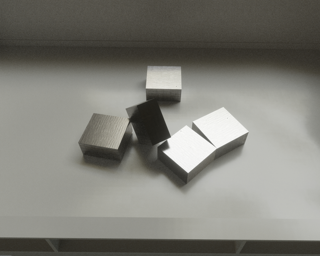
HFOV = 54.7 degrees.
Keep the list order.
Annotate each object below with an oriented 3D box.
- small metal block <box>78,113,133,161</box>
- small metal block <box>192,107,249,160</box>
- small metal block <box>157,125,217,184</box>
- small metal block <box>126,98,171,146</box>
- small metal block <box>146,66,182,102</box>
[{"bbox_3d":[-0.068,0.011,0.393,0.050,0.025,0.050,9,51,11],"label":"small metal block"},{"bbox_3d":[0.076,0.006,0.401,0.050,0.025,0.050,-25,55,-20],"label":"small metal block"},{"bbox_3d":[0.032,0.031,0.379,0.050,0.025,0.050,-36,59,-27],"label":"small metal block"},{"bbox_3d":[-0.016,-0.007,0.381,0.025,0.050,0.050,-24,97,-20],"label":"small metal block"},{"bbox_3d":[0.006,-0.066,0.461,0.050,0.025,0.050,1,50,1],"label":"small metal block"}]
